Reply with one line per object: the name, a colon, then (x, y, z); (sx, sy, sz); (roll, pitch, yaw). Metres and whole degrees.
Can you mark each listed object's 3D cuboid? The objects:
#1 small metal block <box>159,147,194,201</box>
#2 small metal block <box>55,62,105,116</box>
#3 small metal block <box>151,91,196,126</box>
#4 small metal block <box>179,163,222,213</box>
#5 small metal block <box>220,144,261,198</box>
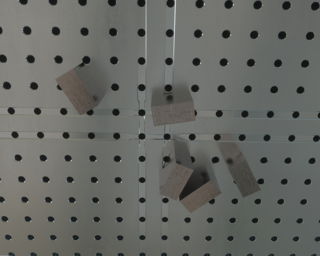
small metal block: (0.021, 0.061, 0.423); (0.025, 0.050, 0.050); (24, 108, -9)
small metal block: (-0.096, -0.049, 0.381); (0.025, 0.050, 0.050); (-28, 108, 10)
small metal block: (0.016, -0.026, 0.391); (0.050, 0.050, 0.025); (-8, 110, 2)
small metal block: (0.053, 0.083, 0.431); (0.050, 0.050, 0.025); (-37, 106, 12)
small metal block: (0.109, 0.058, 0.423); (0.025, 0.050, 0.050); (-27, 108, 9)
